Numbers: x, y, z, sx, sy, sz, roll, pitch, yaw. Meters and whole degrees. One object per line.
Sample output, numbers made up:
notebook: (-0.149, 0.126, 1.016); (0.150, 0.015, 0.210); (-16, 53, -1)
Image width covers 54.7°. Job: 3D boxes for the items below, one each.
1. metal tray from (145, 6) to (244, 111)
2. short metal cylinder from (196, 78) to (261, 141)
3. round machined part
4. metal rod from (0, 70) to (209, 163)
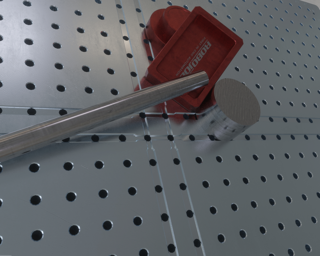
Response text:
metal tray: (0.051, -0.103, 0.459); (0.090, 0.030, 0.130); (37, 78, -4)
short metal cylinder: (0.101, -0.027, 0.464); (0.081, 0.050, 0.080); (14, 56, -21)
round machined part: (0.030, -0.163, 0.513); (0.099, 0.042, 0.098); (14, 56, -21)
metal rod: (-0.061, -0.019, 0.364); (0.302, 0.025, 0.025); (-23, 74, -29)
